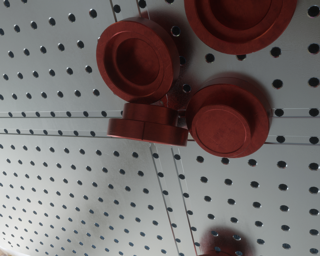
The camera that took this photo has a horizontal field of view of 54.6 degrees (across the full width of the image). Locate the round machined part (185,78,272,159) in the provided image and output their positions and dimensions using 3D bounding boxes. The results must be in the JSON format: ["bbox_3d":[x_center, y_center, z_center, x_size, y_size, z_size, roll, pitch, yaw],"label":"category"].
[{"bbox_3d":[0.075,-0.005,0.358,0.098,0.042,0.097,13,124,21],"label":"round machined part"}]

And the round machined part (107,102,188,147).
[{"bbox_3d":[-0.013,-0.004,0.381,0.098,0.098,0.042,6,86,25],"label":"round machined part"}]

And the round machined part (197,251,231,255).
[{"bbox_3d":[0.094,0.238,0.498,0.098,0.042,0.097,13,124,21],"label":"round machined part"}]

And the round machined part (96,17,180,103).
[{"bbox_3d":[-0.022,-0.080,0.363,0.098,0.042,0.097,13,124,21],"label":"round machined part"}]

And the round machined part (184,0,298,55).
[{"bbox_3d":[0.075,-0.121,0.286,0.098,0.042,0.097,13,124,21],"label":"round machined part"}]
